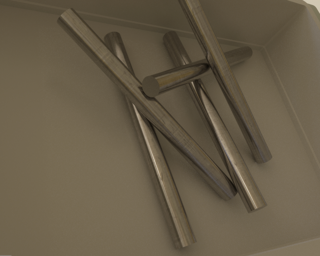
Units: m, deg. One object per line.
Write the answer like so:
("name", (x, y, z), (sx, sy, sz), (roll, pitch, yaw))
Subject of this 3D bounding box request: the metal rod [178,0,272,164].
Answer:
("metal rod", (0.087, -0.082, 0.436), (0.025, 0.025, 0.299), (-38, 105, -39))

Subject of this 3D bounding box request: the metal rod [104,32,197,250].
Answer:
("metal rod", (-0.020, 0.000, 0.396), (0.025, 0.025, 0.299), (-7, 65, -32))

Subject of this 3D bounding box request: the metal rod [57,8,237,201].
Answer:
("metal rod", (-0.008, -0.022, 0.382), (0.300, 0.025, 0.025), (47, 50, -9))

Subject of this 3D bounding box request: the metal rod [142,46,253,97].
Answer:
("metal rod", (0.076, -0.094, 0.469), (0.025, 0.025, 0.302), (52, 40, 8))

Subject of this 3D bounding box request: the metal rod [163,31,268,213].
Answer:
("metal rod", (0.068, -0.025, 0.442), (0.025, 0.025, 0.299), (-5, 59, -31))
